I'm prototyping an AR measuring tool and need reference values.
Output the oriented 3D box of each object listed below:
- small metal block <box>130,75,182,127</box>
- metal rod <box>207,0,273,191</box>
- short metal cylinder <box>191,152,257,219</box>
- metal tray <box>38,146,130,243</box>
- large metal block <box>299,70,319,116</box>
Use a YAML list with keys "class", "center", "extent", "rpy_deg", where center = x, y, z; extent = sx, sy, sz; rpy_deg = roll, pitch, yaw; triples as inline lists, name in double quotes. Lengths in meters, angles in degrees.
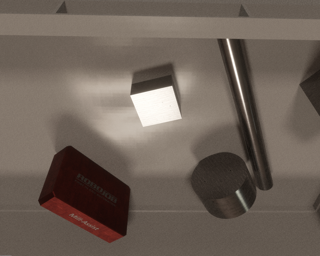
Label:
- class: "small metal block"
  center: [-0.004, -0.033, 0.381]
  extent: [0.050, 0.025, 0.050]
  rpy_deg: [-12, 129, 9]
- class: "metal rod"
  center: [0.112, -0.018, 0.395]
  extent: [0.025, 0.025, 0.299]
  rpy_deg: [-16, 129, 13]
- class: "short metal cylinder"
  center: [0.092, 0.082, 0.444]
  extent: [0.080, 0.080, 0.050]
  rpy_deg: [-20, 127, 16]
- class: "metal tray"
  center: [-0.101, 0.096, 0.446]
  extent: [0.030, 0.090, 0.130]
  rpy_deg: [-33, 123, 24]
- class: "large metal block"
  center: [0.218, -0.038, 0.344]
  extent: [0.050, 0.080, 0.080]
  rpy_deg: [34, 122, -26]
